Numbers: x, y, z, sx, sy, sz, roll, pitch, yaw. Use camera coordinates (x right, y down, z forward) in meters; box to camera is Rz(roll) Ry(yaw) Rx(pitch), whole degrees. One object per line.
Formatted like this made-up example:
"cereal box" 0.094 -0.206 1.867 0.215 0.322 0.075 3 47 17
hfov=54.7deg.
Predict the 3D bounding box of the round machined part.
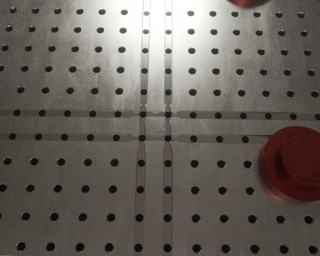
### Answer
"round machined part" 0.179 0.043 0.389 0.099 0.042 0.098 0 70 -1
